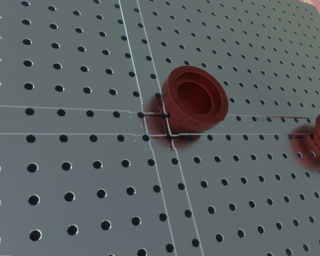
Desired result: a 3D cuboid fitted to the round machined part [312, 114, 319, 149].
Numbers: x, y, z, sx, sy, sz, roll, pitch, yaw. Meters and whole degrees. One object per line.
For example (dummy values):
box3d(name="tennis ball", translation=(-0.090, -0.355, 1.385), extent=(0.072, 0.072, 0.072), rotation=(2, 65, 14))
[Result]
box3d(name="round machined part", translation=(0.321, 0.015, 0.564), extent=(0.099, 0.042, 0.098), rotation=(14, 56, -21))

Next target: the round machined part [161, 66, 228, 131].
box3d(name="round machined part", translation=(0.046, -0.039, 0.447), extent=(0.099, 0.042, 0.098), rotation=(14, 56, -21))
